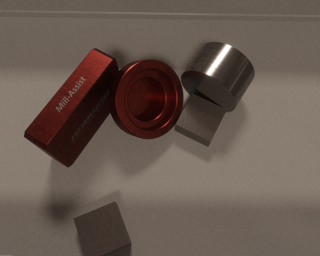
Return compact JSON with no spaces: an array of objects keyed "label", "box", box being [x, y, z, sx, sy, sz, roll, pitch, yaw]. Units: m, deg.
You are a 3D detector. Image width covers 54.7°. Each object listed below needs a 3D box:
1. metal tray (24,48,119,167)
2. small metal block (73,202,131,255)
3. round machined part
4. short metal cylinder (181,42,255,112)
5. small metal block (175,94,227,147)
[{"label":"metal tray","box":[-0.097,-0.022,0.381,0.030,0.090,0.130,30,73,12]},{"label":"small metal block","box":[-0.067,0.121,0.365,0.050,0.025,0.050,-21,72,-8]},{"label":"round machined part","box":[-0.021,-0.037,0.396,0.099,0.042,0.097,-6,101,-34]},{"label":"short metal cylinder","box":[0.075,-0.065,0.405,0.080,0.080,0.050,32,73,10]},{"label":"small metal block","box":[0.054,-0.010,0.414,0.050,0.025,0.050,27,72,9]}]
